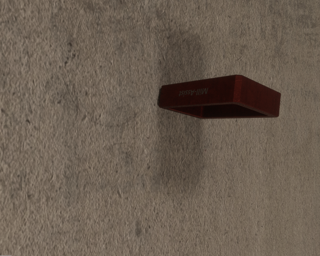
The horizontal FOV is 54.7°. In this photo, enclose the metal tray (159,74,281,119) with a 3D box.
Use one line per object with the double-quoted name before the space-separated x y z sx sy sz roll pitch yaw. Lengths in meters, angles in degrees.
"metal tray" 0.074 -0.035 0.400 0.091 0.130 0.030 12 82 -40
